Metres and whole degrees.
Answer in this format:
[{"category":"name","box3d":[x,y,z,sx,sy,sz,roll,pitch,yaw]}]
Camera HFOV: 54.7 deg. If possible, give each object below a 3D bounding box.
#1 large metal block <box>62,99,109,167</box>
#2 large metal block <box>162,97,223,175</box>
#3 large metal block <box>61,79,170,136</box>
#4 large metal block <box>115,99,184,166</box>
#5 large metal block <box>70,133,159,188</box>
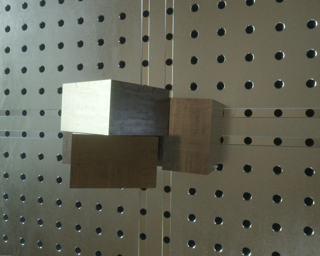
[{"category":"large metal block","box3d":[-0.082,0.005,0.411,0.050,0.080,0.079,2,91,20]},{"category":"large metal block","box3d":[0.042,0.008,0.368,0.050,0.080,0.079,4,92,20]},{"category":"large metal block","box3d":[-0.047,-0.019,0.331,0.080,0.081,0.050,3,91,42]},{"category":"large metal block","box3d":[-0.015,0.005,0.401,0.080,0.050,0.079,3,91,19]},{"category":"large metal block","box3d":[-0.051,0.031,0.329,0.081,0.080,0.050,3,91,-14]}]
